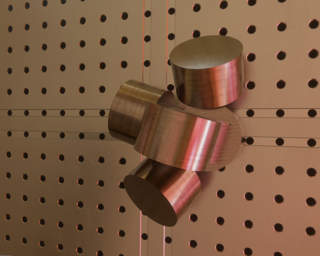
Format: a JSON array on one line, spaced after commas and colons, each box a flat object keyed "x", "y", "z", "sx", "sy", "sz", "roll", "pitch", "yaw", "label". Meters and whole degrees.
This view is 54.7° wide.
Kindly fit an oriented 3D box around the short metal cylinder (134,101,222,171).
[{"x": 0.018, "y": 0.007, "z": 0.323, "sx": 0.080, "sy": 0.080, "sz": 0.050, "roll": 19, "pitch": 96, "yaw": 19, "label": "short metal cylinder"}]

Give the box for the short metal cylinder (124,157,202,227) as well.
[{"x": 0.003, "y": 0.072, "z": 0.376, "sx": 0.080, "sy": 0.050, "sz": 0.080, "roll": 29, "pitch": 142, "yaw": 26, "label": "short metal cylinder"}]

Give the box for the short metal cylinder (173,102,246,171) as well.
[{"x": 0.061, "y": 0.010, "z": 0.377, "sx": 0.080, "sy": 0.050, "sz": 0.080, "roll": 0, "pitch": 89, "yaw": 20, "label": "short metal cylinder"}]

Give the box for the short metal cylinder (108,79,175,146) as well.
[{"x": -0.022, "y": -0.016, "z": 0.391, "sx": 0.050, "sy": 0.080, "sz": 0.080, "roll": 20, "pitch": 97, "yaw": 19, "label": "short metal cylinder"}]

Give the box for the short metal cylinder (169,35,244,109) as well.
[{"x": 0.055, "y": -0.066, "z": 0.356, "sx": 0.080, "sy": 0.080, "sz": 0.050, "roll": 2, "pitch": 131, "yaw": 20, "label": "short metal cylinder"}]
